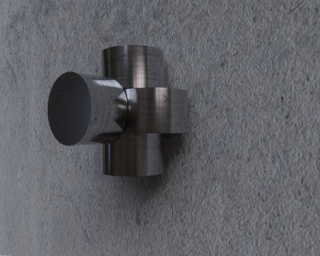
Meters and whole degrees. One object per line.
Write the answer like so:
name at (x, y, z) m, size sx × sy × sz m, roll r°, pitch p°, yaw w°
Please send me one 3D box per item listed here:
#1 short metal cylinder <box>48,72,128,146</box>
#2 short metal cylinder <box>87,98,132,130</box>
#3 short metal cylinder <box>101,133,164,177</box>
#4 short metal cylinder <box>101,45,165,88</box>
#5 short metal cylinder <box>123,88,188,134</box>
short metal cylinder at (-0.083, -0.021, 0.351) m, size 0.080 × 0.050 × 0.079 m, roll 0°, pitch 90°, yaw 39°
short metal cylinder at (-0.069, -0.019, 0.425) m, size 0.080 × 0.081 × 0.050 m, roll -1°, pitch 89°, yaw 39°
short metal cylinder at (-0.035, 0.031, 0.397) m, size 0.080 × 0.081 × 0.050 m, roll 0°, pitch 90°, yaw 39°
short metal cylinder at (-0.034, -0.071, 0.397) m, size 0.080 × 0.081 × 0.050 m, roll -2°, pitch 89°, yaw 39°
short metal cylinder at (-0.007, -0.019, 0.374) m, size 0.080 × 0.081 × 0.050 m, roll 0°, pitch 90°, yaw 39°
